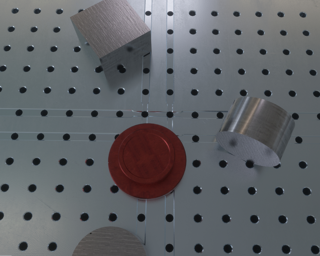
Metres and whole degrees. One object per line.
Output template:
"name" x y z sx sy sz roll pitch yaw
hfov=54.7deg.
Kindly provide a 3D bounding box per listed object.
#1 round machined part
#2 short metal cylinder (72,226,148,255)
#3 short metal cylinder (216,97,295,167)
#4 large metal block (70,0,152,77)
"round machined part" -0.016 0.039 0.388 0.099 0.042 0.098 0 70 0
"short metal cylinder" -0.053 0.152 0.343 0.081 0.050 0.080 0 70 0
"short metal cylinder" 0.116 0.006 0.381 0.080 0.080 0.050 27 73 9
"large metal block" -0.068 -0.134 0.447 0.080 0.050 0.080 -32 73 -11
